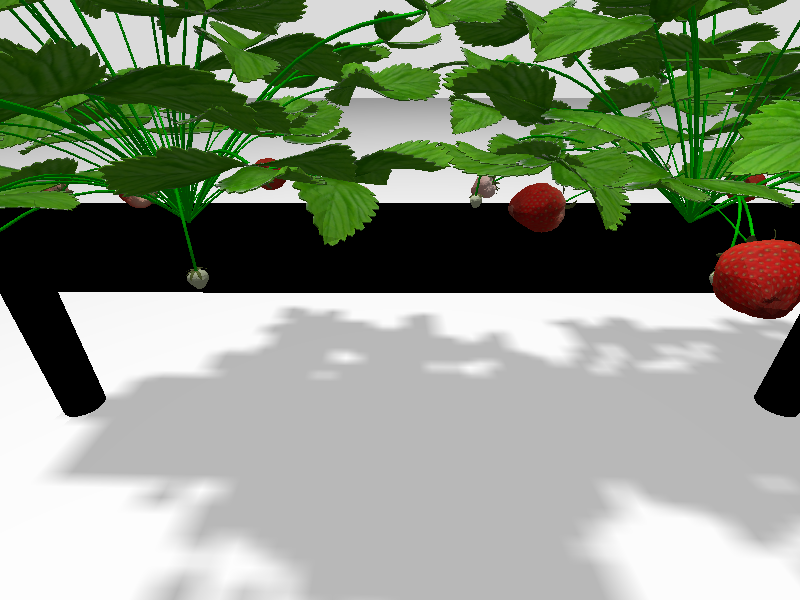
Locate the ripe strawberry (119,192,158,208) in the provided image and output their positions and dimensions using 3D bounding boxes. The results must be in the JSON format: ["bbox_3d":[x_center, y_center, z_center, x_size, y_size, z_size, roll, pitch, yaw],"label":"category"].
[{"bbox_3d":[-0.260,-0.107,0.395,0.031,0.031,0.034,17,33,30],"label":"ripe strawberry"}]

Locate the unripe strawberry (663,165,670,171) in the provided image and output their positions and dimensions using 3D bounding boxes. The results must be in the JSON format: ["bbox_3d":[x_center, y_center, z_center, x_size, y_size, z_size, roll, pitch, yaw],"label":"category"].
[{"bbox_3d":[0.333,-0.165,0.502,0.009,0.010,0.010,12,31,20],"label":"unripe strawberry"}]

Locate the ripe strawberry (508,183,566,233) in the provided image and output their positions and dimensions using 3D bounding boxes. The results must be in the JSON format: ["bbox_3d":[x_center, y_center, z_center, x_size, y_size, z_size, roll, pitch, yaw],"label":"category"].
[{"bbox_3d":[0.110,-0.075,0.327,0.041,0.040,0.045,-5,29,-9],"label":"ripe strawberry"}]

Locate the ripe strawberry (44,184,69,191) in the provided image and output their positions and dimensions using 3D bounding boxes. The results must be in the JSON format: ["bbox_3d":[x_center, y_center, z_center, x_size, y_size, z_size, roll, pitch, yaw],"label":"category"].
[{"bbox_3d":[-0.351,-0.110,0.407,0.024,0.026,0.022,9,30,18],"label":"ripe strawberry"}]

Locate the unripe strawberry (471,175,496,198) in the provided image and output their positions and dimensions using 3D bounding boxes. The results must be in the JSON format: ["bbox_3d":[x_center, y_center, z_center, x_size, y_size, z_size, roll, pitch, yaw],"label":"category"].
[{"bbox_3d":[0.089,-0.120,0.427,0.026,0.025,0.028,-14,18,33],"label":"unripe strawberry"}]

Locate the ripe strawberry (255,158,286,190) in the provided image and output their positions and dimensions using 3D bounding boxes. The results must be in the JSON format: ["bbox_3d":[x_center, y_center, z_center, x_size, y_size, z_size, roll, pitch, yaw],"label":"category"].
[{"bbox_3d":[-0.148,-0.146,0.463,0.039,0.035,0.036,9,29,16],"label":"ripe strawberry"}]

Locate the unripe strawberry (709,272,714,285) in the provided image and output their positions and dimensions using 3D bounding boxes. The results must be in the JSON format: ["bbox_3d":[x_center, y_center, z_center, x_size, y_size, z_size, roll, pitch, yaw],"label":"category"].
[{"bbox_3d":[0.190,-0.012,0.237,0.011,0.011,0.010,14,31,24],"label":"unripe strawberry"}]

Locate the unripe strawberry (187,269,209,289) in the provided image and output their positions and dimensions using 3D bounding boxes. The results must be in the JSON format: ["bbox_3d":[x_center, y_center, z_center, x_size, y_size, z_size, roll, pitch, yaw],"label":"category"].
[{"bbox_3d":[-0.114,-0.012,0.226,0.011,0.011,0.010,-14,31,-24],"label":"unripe strawberry"}]

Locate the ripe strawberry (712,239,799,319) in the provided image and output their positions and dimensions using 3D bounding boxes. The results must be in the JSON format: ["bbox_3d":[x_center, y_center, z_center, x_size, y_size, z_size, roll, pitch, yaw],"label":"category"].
[{"bbox_3d":[0.188,-0.009,0.208,0.040,0.042,0.044,12,44,21],"label":"ripe strawberry"}]

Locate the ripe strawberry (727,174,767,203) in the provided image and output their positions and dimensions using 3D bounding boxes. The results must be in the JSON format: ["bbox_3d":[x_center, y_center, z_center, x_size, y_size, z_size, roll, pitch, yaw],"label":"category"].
[{"bbox_3d":[0.365,-0.122,0.422,0.036,0.035,0.033,-19,34,-32],"label":"ripe strawberry"}]

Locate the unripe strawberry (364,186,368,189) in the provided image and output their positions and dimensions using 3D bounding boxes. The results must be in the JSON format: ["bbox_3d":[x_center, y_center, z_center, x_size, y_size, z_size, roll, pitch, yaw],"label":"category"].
[{"bbox_3d":[-0.037,-0.102,0.400,0.022,0.022,0.021,19,19,-28],"label":"unripe strawberry"}]
